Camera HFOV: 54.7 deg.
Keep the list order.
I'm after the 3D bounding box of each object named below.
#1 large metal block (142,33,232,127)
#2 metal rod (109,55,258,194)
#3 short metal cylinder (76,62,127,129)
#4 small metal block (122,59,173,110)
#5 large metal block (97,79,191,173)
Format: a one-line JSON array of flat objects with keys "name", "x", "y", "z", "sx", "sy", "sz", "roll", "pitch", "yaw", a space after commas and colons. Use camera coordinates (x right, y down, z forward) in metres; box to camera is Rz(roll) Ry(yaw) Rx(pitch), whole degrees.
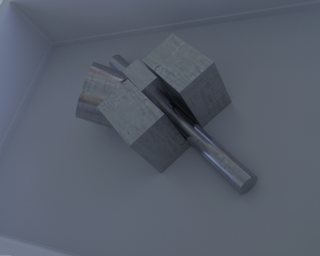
[{"name": "large metal block", "x": 0.035, "y": -0.058, "z": 0.386, "sx": 0.050, "sy": 0.080, "sz": 0.080, "roll": -42, "pitch": 51, "yaw": -1}, {"name": "metal rod", "x": 0.010, "y": -0.025, "z": 0.414, "sx": 0.025, "sy": 0.025, "sz": 0.300, "roll": -43, "pitch": 51, "yaw": -2}, {"name": "short metal cylinder", "x": -0.078, "y": -0.045, "z": 0.427, "sx": 0.050, "sy": 0.080, "sz": 0.080, "roll": 18, "pitch": 66, "yaw": -7}, {"name": "small metal block", "x": -0.015, "y": -0.054, "z": 0.398, "sx": 0.025, "sy": 0.050, "sz": 0.050, "roll": -42, "pitch": 51, "yaw": 0}, {"name": "large metal block", "x": -0.019, "y": -0.001, "z": 0.379, "sx": 0.050, "sy": 0.080, "sz": 0.080, "roll": -43, "pitch": 51, "yaw": -1}]
